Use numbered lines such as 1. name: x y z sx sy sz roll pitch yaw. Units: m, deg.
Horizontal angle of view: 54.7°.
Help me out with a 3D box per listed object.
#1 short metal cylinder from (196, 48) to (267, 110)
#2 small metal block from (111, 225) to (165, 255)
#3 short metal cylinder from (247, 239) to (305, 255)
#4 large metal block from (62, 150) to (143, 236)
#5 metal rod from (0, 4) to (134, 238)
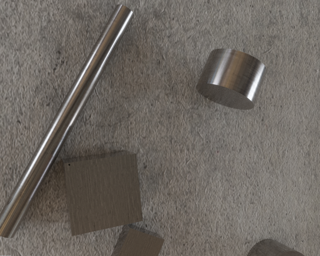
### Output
1. short metal cylinder: 0.095 -0.064 0.416 0.080 0.080 0.050 25 82 -19
2. small metal block: -0.030 0.157 0.399 0.050 0.025 0.050 26 81 -19
3. short metal cylinder: 0.175 0.215 0.463 0.081 0.050 0.079 0 90 -21
4. large metal block: -0.070 0.073 0.371 0.081 0.050 0.079 -6 92 -20
5. metal rod: -0.109 -0.016 0.368 0.025 0.025 0.299 29 80 -18
